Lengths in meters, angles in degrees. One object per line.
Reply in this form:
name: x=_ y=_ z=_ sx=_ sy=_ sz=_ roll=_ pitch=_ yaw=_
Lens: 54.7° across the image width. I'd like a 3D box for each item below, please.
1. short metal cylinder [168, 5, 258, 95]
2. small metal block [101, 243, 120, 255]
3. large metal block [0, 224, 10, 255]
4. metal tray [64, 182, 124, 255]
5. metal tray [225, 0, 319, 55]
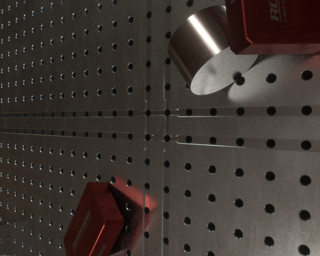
short metal cylinder: x=0.056 y=-0.079 z=0.327 sx=0.080 sy=0.081 sz=0.050 roll=-43 pitch=64 yaw=31
small metal block: x=-0.096 y=0.188 z=0.486 sx=0.050 sy=0.025 sz=0.050 roll=52 pitch=120 yaw=27
large metal block: x=-0.390 y=0.268 z=0.710 sx=0.080 sy=0.050 sz=0.080 roll=-16 pitch=80 yaw=38
metal tray: x=-0.106 y=0.159 z=0.473 sx=0.090 sy=0.030 sz=0.129 roll=50 pitch=121 yaw=49
metal tray: x=0.105 y=-0.134 z=0.279 sx=0.030 sy=0.091 sz=0.129 roll=158 pitch=107 yaw=-76
